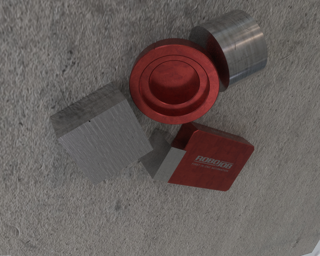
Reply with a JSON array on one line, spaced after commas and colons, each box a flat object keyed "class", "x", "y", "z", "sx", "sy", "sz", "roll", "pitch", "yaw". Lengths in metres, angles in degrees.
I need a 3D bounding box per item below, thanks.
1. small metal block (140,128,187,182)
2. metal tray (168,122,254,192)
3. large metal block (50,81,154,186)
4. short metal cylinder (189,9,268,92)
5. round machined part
[{"class": "small metal block", "x": 0.002, "y": 0.035, "z": 0.414, "sx": 0.025, "sy": 0.050, "sz": 0.050, "roll": 19, "pitch": 109, "yaw": -36}, {"class": "metal tray", "x": 0.073, "y": 0.047, "z": 0.473, "sx": 0.131, "sy": 0.030, "sz": 0.089, "roll": 16, "pitch": 110, "yaw": -35}, {"class": "large metal block", "x": -0.066, "y": 0.007, "z": 0.359, "sx": 0.080, "sy": 0.050, "sz": 0.080, "roll": -32, "pitch": 129, "yaw": -8}, {"class": "short metal cylinder", "x": 0.077, "y": -0.088, "z": 0.358, "sx": 0.050, "sy": 0.080, "sz": 0.080, "roll": -28, "pitch": 128, "yaw": -12}, {"class": "round machined part", "x": 0.016, "y": -0.056, "z": 0.354, "sx": 0.099, "sy": 0.042, "sz": 0.097, "roll": 1, "pitch": 125, "yaw": 2}]
